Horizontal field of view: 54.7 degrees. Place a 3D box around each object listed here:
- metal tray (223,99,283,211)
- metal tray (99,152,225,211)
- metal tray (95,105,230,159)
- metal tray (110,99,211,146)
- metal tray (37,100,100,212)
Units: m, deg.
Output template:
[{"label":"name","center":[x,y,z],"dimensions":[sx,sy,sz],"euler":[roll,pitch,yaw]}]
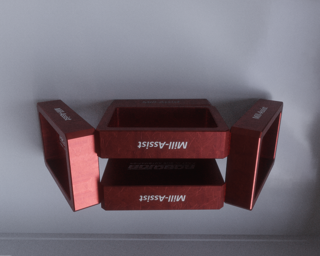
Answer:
[{"label":"metal tray","center":[0.113,0.024,0.365],"dimensions":[0.030,0.131,0.089],"euler":[12,113,27]},{"label":"metal tray","center":[0.002,0.058,0.364],"dimensions":[0.131,0.090,0.030],"euler":[0,110,-1]},{"label":"metal tray","center":[0.003,0.001,0.343],"dimensions":[0.131,0.090,0.030],"euler":[0,110,-1]},{"label":"metal tray","center":[0.002,0.009,0.410],"dimensions":[0.131,0.030,0.089],"euler":[-1,110,-1]},{"label":"metal tray","center":[-0.110,0.026,0.364],"dimensions":[0.030,0.130,0.089],"euler":[-12,114,-30]}]
